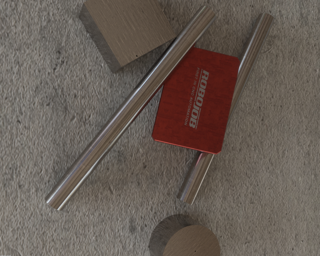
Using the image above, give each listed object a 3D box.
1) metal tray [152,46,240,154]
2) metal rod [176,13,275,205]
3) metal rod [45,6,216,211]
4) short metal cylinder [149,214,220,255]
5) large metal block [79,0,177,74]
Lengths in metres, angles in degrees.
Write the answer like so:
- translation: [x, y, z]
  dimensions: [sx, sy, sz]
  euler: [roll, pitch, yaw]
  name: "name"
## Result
- translation: [0.046, -0.037, 0.410]
  dimensions: [0.091, 0.030, 0.129]
  euler: [13, 85, -2]
  name: "metal tray"
- translation: [0.097, -0.033, 0.446]
  dimensions: [0.025, 0.025, 0.299]
  euler: [29, 80, -18]
  name: "metal rod"
- translation: [-0.032, -0.028, 0.377]
  dimensions: [0.025, 0.025, 0.300]
  euler: [40, 85, -16]
  name: "metal rod"
- translation: [0.032, 0.161, 0.409]
  dimensions: [0.081, 0.050, 0.079]
  euler: [0, 90, -21]
  name: "short metal cylinder"
- translation: [-0.040, -0.125, 0.381]
  dimensions: [0.080, 0.050, 0.080]
  euler: [-34, 101, -17]
  name: "large metal block"
